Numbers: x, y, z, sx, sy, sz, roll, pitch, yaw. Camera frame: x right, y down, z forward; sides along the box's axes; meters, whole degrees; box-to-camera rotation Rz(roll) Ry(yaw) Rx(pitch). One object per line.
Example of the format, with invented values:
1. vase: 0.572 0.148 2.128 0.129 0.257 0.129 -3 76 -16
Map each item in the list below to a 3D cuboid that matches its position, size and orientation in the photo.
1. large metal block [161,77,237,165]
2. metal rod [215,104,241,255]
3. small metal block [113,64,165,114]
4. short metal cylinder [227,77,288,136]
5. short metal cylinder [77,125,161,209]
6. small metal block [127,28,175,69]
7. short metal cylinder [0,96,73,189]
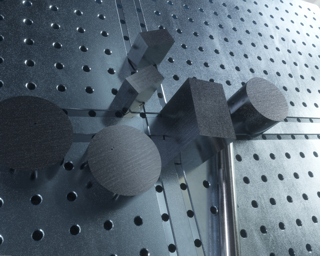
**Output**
1. large metal block: 0.045 -0.006 0.401 0.050 0.080 0.080 7 59 -25
2. metal rod: 0.086 0.093 0.396 0.025 0.025 0.300 17 55 -19
3. small metal block: -0.028 -0.051 0.408 0.025 0.050 0.050 49 51 6
4. short metal cylinder: 0.156 -0.034 0.496 0.081 0.050 0.080 14 56 -21
5. short metal cylinder: -0.046 0.043 0.341 0.081 0.050 0.080 14 56 -21
6. small metal block: -0.014 -0.116 0.455 0.050 0.050 0.025 -22 74 -36
7. short metal cylinder: -0.133 0.015 0.311 0.081 0.050 0.080 14 56 -21
